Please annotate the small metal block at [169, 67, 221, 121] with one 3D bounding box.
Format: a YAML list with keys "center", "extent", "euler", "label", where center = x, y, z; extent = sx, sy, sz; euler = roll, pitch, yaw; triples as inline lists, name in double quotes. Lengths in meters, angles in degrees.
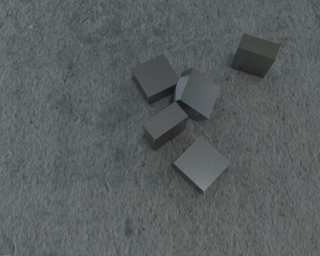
- center: [0.047, -0.044, 0.412]
  extent: [0.050, 0.025, 0.050]
  euler: [31, 69, -24]
  label: "small metal block"

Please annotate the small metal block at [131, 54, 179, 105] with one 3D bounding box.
- center: [-0.005, -0.068, 0.433]
  extent: [0.050, 0.025, 0.050]
  euler: [-27, 73, -10]
  label: "small metal block"

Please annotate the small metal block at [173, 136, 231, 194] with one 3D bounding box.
- center: [0.052, 0.047, 0.392]
  extent: [0.050, 0.025, 0.050]
  euler: [43, 75, 13]
  label: "small metal block"

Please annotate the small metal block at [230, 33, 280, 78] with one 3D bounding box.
- center: [0.131, -0.100, 0.433]
  extent: [0.050, 0.050, 0.025]
  euler: [20, 71, 7]
  label: "small metal block"

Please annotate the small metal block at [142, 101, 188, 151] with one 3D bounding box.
- center: [0.007, -0.001, 0.395]
  extent: [0.050, 0.050, 0.025]
  euler: [-35, 74, -12]
  label: "small metal block"
